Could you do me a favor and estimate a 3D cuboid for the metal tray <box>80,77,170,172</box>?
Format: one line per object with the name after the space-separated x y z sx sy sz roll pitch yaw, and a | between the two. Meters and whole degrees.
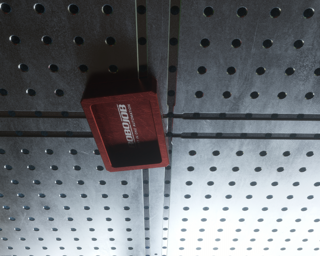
-0.040 0.001 0.408 0.090 0.030 0.129 -6 130 5 | metal tray
